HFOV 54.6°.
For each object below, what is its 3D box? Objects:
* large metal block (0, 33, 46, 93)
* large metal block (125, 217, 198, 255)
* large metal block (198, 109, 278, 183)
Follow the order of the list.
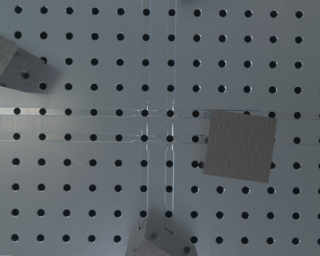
[{"bbox_3d":[-0.204,-0.091,0.385,0.080,0.080,0.050,32,90,0],"label":"large metal block"},{"bbox_3d":[0.002,0.166,0.386,0.080,0.080,0.050,34,90,0],"label":"large metal block"},{"bbox_3d":[0.098,0.022,0.401,0.080,0.050,0.080,8,90,0],"label":"large metal block"}]
